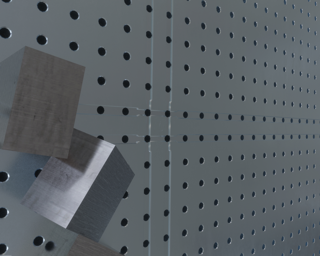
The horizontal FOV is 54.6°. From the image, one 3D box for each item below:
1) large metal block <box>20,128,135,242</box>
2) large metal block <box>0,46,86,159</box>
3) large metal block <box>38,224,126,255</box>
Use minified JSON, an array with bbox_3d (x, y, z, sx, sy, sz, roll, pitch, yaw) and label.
[{"bbox_3d":[-0.074,0.058,0.306,0.080,0.050,0.080,-62,159,-21],"label":"large metal block"},{"bbox_3d":[-0.115,-0.019,0.276,0.050,0.080,0.080,15,81,-39],"label":"large metal block"},{"bbox_3d":[-0.085,0.156,0.321,0.080,0.050,0.080,42,65,-32],"label":"large metal block"}]
